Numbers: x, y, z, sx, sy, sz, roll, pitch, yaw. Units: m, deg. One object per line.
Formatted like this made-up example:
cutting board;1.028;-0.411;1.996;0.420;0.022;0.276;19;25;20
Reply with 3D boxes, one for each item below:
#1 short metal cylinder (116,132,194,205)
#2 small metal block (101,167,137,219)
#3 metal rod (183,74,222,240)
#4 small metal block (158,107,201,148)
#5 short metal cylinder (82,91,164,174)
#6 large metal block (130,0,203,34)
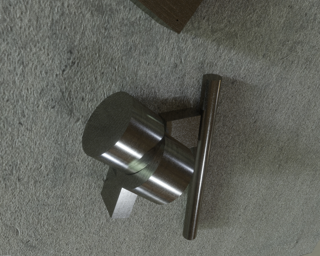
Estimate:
short metal cylinder;-0.006;0.045;0.370;0.050;0.080;0.080;35;99;-33
small metal block;-0.054;0.084;0.413;0.025;0.050;0.050;7;115;-31
metal rod;0.061;0.062;0.478;0.025;0.025;0.298;-11;123;-23
small metal block;0.025;0.003;0.423;0.050;0.025;0.050;-11;124;-23
short metal cylinder;-0.042;0.006;0.352;0.080;0.080;0.050;-49;129;7
large metal block;0.004;-0.152;0.299;0.080;0.050;0.080;28;103;-38
